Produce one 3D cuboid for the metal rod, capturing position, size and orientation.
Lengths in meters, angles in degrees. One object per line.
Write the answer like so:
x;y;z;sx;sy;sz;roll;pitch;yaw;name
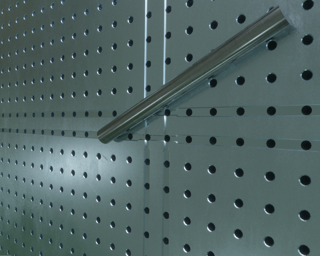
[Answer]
0.019;-0.049;0.392;0.299;0.025;0.025;-31;71;35;metal rod
